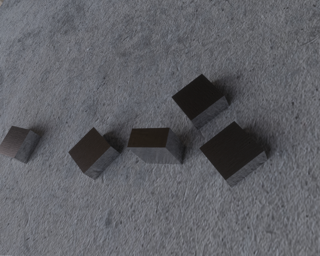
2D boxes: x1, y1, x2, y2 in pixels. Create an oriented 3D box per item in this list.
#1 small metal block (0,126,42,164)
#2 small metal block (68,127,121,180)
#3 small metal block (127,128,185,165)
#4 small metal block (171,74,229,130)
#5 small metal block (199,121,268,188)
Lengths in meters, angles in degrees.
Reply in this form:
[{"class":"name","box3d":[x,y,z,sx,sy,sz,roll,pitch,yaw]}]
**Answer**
[{"class":"small metal block","box3d":[-0.232,0.027,0.509,0.050,0.025,0.050,10,66,32]},{"class":"small metal block","box3d":[-0.092,0.035,0.431,0.050,0.025,0.050,-46,51,-4]},{"class":"small metal block","box3d":[-0.003,0.023,0.376,0.050,0.050,0.025,-2,61,27]},{"class":"small metal block","box3d":[0.051,-0.034,0.398,0.050,0.025,0.050,-37,51,3]},{"class":"small metal block","box3d":[0.081,0.029,0.344,0.050,0.025,0.050,-38,51,2]}]
